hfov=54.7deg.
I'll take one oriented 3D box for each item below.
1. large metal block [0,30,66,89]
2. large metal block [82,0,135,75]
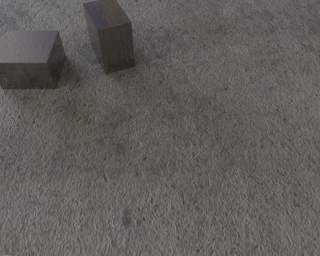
[{"bbox_3d":[-0.198,-0.105,0.474,0.081,0.050,0.080,0,50,0],"label":"large metal block"},{"bbox_3d":[-0.080,-0.146,0.489,0.050,0.080,0.080,-19,53,-15],"label":"large metal block"}]
